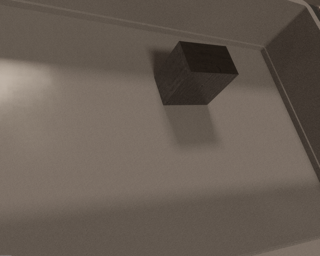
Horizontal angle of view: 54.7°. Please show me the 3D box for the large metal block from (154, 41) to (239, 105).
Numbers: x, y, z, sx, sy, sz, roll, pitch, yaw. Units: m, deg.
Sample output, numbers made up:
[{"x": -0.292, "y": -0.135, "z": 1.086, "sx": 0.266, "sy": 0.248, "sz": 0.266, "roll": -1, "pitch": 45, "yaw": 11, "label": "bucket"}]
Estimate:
[{"x": 0.050, "y": -0.075, "z": 0.445, "sx": 0.081, "sy": 0.080, "sz": 0.050, "roll": -3, "pitch": 64, "yaw": -30, "label": "large metal block"}]
